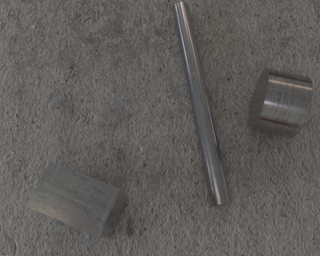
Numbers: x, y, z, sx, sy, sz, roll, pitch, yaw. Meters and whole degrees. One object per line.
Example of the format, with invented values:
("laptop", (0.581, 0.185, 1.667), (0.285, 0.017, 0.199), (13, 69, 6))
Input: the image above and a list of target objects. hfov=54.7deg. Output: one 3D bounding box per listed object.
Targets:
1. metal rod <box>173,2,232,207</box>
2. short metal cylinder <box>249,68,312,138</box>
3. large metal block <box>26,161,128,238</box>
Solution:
("metal rod", (0.053, -0.046, 0.425), (0.025, 0.025, 0.299), (-8, 70, -3))
("short metal cylinder", (0.149, -0.031, 0.392), (0.050, 0.080, 0.080), (13, 71, 5))
("large metal block", (-0.087, 0.083, 0.348), (0.080, 0.080, 0.050), (21, 72, 7))
